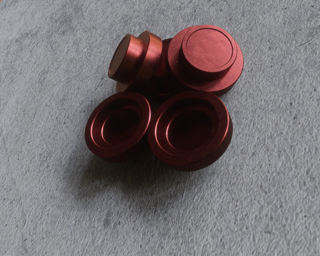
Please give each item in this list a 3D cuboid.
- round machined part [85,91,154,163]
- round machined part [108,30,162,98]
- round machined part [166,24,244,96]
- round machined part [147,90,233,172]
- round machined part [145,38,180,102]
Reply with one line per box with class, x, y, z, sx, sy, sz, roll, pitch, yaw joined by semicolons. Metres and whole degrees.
round machined part;-0.048;0.002;0.417;0.098;0.042;0.098;-13;56;20
round machined part;-0.041;-0.094;0.442;0.098;0.042;0.098;-44;33;40
round machined part;0.058;-0.090;0.390;0.099;0.042;0.098;2;71;-5
round machined part;0.038;0.007;0.369;0.098;0.042;0.098;-13;56;20
round machined part;0.015;-0.088;0.438;0.098;0.042;0.098;-13;56;20
